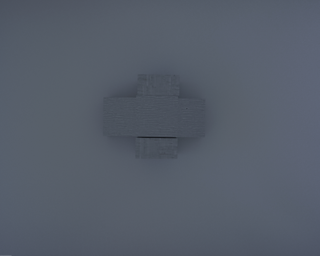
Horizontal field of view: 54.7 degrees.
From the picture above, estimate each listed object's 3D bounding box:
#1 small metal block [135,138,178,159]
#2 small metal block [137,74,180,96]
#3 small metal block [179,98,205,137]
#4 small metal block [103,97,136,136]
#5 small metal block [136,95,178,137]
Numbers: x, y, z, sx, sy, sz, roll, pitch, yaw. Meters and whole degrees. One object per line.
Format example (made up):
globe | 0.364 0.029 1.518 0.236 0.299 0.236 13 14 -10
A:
small metal block | -0.004 0.024 0.396 0.050 0.050 0.025 1 90 0
small metal block | -0.002 -0.052 0.396 0.050 0.050 0.025 1 90 0
small metal block | 0.033 -0.013 0.410 0.050 0.025 0.050 1 90 -1
small metal block | -0.047 -0.014 0.409 0.050 0.025 0.050 1 90 0
small metal block | -0.004 -0.014 0.384 0.050 0.025 0.050 1 90 -1
